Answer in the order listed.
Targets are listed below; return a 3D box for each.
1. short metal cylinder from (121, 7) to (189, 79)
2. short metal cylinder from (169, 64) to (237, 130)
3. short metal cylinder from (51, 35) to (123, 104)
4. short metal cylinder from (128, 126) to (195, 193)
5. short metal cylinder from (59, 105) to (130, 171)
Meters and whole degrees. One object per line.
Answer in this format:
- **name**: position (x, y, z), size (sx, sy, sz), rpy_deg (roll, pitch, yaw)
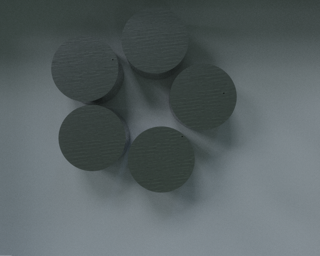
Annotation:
- **short metal cylinder**: position (-0.006, -0.105, 0.397), size (0.081, 0.050, 0.080), rpy_deg (0, 90, 0)
- **short metal cylinder**: position (0.052, -0.038, 0.397), size (0.081, 0.050, 0.080), rpy_deg (0, 90, 0)
- **short metal cylinder**: position (-0.090, -0.071, 0.396), size (0.081, 0.050, 0.080), rpy_deg (0, 90, 0)
- **short metal cylinder**: position (0.002, 0.038, 0.397), size (0.081, 0.050, 0.080), rpy_deg (0, 90, 0)
- **short metal cylinder**: position (-0.081, 0.012, 0.396), size (0.081, 0.050, 0.080), rpy_deg (0, 90, 0)
